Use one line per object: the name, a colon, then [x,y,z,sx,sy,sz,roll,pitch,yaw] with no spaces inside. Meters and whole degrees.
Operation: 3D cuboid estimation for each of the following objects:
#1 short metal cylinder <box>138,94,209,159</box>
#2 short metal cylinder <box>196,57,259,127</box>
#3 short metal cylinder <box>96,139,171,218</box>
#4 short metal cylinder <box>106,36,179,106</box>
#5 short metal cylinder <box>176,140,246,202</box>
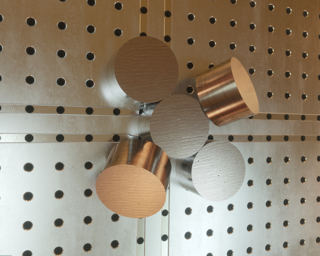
short metal cylinder: [0.017,-0.002,0.406,0.081,0.050,0.079,0,90,-21]
short metal cylinder: [0.091,-0.047,0.412,0.080,0.050,0.080,36,42,-41]
short metal cylinder: [-0.029,0.060,0.367,0.080,0.050,0.079,4,121,7]
short metal cylinder: [-0.023,-0.070,0.391,0.081,0.050,0.079,0,90,-21]
short metal cylinder: [0.069,0.056,0.426,0.081,0.050,0.079,0,90,-21]
